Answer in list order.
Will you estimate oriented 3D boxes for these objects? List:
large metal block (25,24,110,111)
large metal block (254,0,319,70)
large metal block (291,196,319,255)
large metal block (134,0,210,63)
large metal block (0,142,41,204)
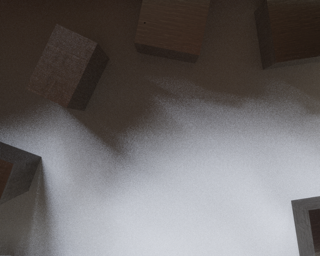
[{"bbox_3d":[-0.109,-0.069,0.383,0.050,0.080,0.080,26,90,0],"label":"large metal block"},{"bbox_3d":[0.175,-0.125,0.400,0.080,0.050,0.080,-9,90,0],"label":"large metal block"},{"bbox_3d":[0.226,0.133,0.401,0.080,0.050,0.080,-9,90,0],"label":"large metal block"},{"bbox_3d":[0.016,-0.135,0.399,0.080,0.050,0.080,11,90,0],"label":"large metal block"},{"bbox_3d":[-0.208,0.049,0.382,0.080,0.080,0.050,20,90,0],"label":"large metal block"}]
